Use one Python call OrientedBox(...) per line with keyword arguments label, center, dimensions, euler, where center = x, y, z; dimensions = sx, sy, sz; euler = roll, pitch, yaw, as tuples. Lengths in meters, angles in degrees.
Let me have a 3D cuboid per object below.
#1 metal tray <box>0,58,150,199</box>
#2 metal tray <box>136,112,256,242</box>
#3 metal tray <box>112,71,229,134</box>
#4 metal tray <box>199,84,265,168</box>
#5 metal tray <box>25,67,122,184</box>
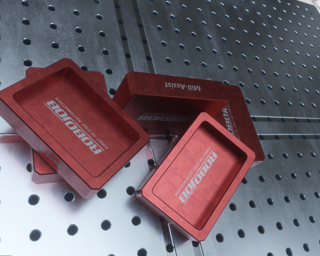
OrientedBox(label="metal tray", center=(-0.086, -0.004, 0.321), dimensions=(0.130, 0.030, 0.090), euler=(44, 50, 2))
OrientedBox(label="metal tray", center=(0.046, 0.056, 0.373), dimensions=(0.090, 0.030, 0.130), euler=(40, 68, -2))
OrientedBox(label="metal tray", center=(0.008, -0.026, 0.387), dimensions=(0.131, 0.090, 0.030), euler=(1, 61, -28))
OrientedBox(label="metal tray", center=(0.094, -0.006, 0.460), dimensions=(0.091, 0.030, 0.130), euler=(3, 61, -27))
OrientedBox(label="metal tray", center=(-0.102, -0.006, 0.355), dimensions=(0.091, 0.030, 0.130), euler=(-1, 63, -29))
